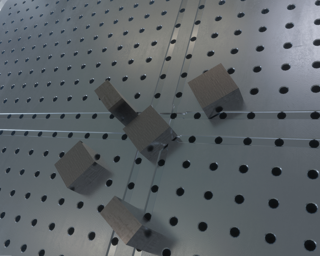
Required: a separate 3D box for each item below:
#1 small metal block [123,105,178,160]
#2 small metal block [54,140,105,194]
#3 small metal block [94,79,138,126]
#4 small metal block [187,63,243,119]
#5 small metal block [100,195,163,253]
[{"bbox_3d":[-0.014,0.006,0.413,0.050,0.025,0.050,-41,51,0],"label":"small metal block"},{"bbox_3d":[-0.113,0.054,0.436,0.050,0.025,0.050,-44,51,-2],"label":"small metal block"},{"bbox_3d":[-0.062,-0.035,0.447,0.025,0.050,0.050,-41,51,1],"label":"small metal block"},{"bbox_3d":[0.071,-0.048,0.401,0.050,0.025,0.050,-30,52,9],"label":"small metal block"},{"bbox_3d":[-0.031,0.107,0.344,0.025,0.050,0.050,-50,51,-6],"label":"small metal block"}]
